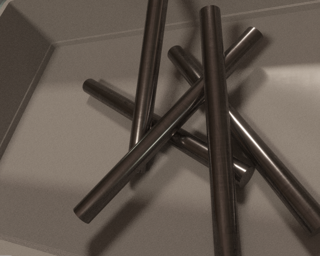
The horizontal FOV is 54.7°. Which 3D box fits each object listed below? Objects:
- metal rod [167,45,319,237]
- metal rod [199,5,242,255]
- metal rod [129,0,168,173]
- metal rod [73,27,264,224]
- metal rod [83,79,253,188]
[{"bbox_3d":[0.083,-0.011,0.368,0.025,0.025,0.300,-35,51,5],"label":"metal rod"},{"bbox_3d":[0.062,0.004,0.327,0.025,0.025,0.299,-9,71,23],"label":"metal rod"},{"bbox_3d":[-0.011,-0.094,0.387,0.025,0.025,0.298,8,91,31],"label":"metal rod"},{"bbox_3d":[0.014,-0.007,0.368,0.300,0.025,0.025,-46,51,-5],"label":"metal rod"},{"bbox_3d":[-0.012,-0.009,0.415,0.300,0.025,0.025,30,78,37],"label":"metal rod"}]
